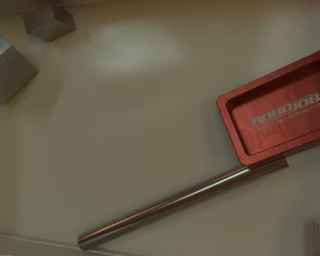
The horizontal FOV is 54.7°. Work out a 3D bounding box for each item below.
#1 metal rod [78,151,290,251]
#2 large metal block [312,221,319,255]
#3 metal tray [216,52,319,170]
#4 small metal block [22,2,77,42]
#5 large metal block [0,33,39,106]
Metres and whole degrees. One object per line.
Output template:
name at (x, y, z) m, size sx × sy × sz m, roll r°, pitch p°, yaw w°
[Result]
metal rod at (0.017, 0.099, 0.403) m, size 0.300 × 0.025 × 0.025 m, roll -27°, pitch 81°, yaw 17°
large metal block at (0.199, 0.140, 0.302) m, size 0.050 × 0.080 × 0.080 m, roll 1°, pitch 88°, yaw -14°
metal tray at (0.140, -0.018, 0.345) m, size 0.130 × 0.030 × 0.090 m, roll -25°, pitch 65°, yaw 18°
small metal block at (-0.160, -0.153, 0.452) m, size 0.050 × 0.050 × 0.025 m, roll -18°, pitch 84°, yaw 19°
large metal block at (-0.240, -0.088, 0.451) m, size 0.080 × 0.080 × 0.050 m, roll -45°, pitch 76°, yaw -8°
